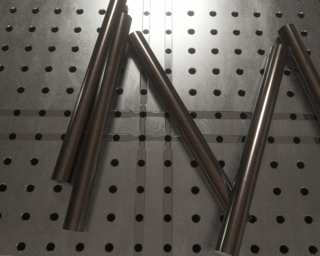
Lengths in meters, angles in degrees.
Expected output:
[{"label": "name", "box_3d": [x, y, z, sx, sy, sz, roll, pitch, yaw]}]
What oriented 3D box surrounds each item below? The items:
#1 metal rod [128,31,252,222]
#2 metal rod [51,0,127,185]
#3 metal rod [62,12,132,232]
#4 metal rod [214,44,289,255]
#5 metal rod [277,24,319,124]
[{"label": "metal rod", "box_3d": [0.031, -0.011, 0.415, 0.025, 0.025, 0.299, -26, 72, -9]}, {"label": "metal rod", "box_3d": [-0.093, -0.070, 0.436, 0.025, 0.025, 0.299, 11, 70, 4]}, {"label": "metal rod", "box_3d": [-0.078, -0.020, 0.409, 0.025, 0.025, 0.299, 9, 73, 3]}, {"label": "metal rod", "box_3d": [0.123, 0.010, 0.392, 0.025, 0.025, 0.300, 20, 65, 7]}, {"label": "metal rod", "box_3d": [0.228, -0.013, 0.419, 0.025, 0.025, 0.299, -14, 71, -5]}]
